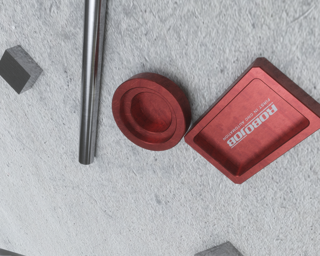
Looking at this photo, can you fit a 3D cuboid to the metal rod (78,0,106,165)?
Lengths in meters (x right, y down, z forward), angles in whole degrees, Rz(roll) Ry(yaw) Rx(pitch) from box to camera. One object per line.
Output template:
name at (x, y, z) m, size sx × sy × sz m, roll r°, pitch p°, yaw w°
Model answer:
metal rod at (-0.092, -0.067, 0.414) m, size 0.025 × 0.025 × 0.298 m, roll 23°, pitch 127°, yaw 14°

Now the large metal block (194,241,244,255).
large metal block at (0.100, 0.234, 0.483) m, size 0.080 × 0.050 × 0.080 m, roll 46°, pitch 129°, yaw -4°

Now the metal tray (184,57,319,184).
metal tray at (0.099, -0.002, 0.349) m, size 0.090 × 0.030 × 0.129 m, roll 40°, pitch 129°, yaw 0°

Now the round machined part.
round machined part at (-0.007, -0.023, 0.385) m, size 0.098 × 0.042 × 0.097 m, roll 13°, pitch 124°, yaw 21°

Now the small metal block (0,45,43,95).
small metal block at (-0.211, -0.087, 0.465) m, size 0.050 × 0.025 × 0.050 m, roll 48°, pitch 129°, yaw -6°
